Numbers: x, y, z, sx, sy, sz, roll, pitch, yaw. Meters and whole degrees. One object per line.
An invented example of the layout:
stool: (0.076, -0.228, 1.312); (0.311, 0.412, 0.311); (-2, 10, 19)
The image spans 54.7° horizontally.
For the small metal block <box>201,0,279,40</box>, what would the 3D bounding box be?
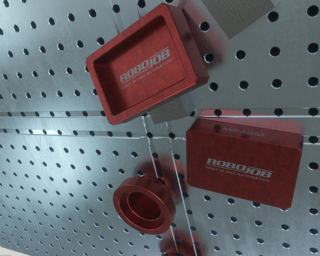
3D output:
small metal block: (0.075, -0.122, 0.296); (0.050, 0.025, 0.050); (-32, 101, 38)

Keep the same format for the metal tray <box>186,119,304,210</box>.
metal tray: (0.099, 0.043, 0.382); (0.130, 0.030, 0.089); (10, 123, 23)

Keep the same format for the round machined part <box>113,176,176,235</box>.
round machined part: (-0.020, 0.115, 0.482); (0.098, 0.042, 0.097); (13, 124, 21)

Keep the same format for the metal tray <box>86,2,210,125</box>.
metal tray: (-0.020, -0.067, 0.353); (0.130, 0.030, 0.090); (-24, 85, 33)

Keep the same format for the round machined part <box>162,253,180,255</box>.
round machined part: (0.023, 0.263, 0.551); (0.098, 0.042, 0.097); (13, 124, 21)

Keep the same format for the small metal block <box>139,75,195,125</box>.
small metal block: (0.009, -0.036, 0.384); (0.050, 0.025, 0.050); (-12, 112, 33)
